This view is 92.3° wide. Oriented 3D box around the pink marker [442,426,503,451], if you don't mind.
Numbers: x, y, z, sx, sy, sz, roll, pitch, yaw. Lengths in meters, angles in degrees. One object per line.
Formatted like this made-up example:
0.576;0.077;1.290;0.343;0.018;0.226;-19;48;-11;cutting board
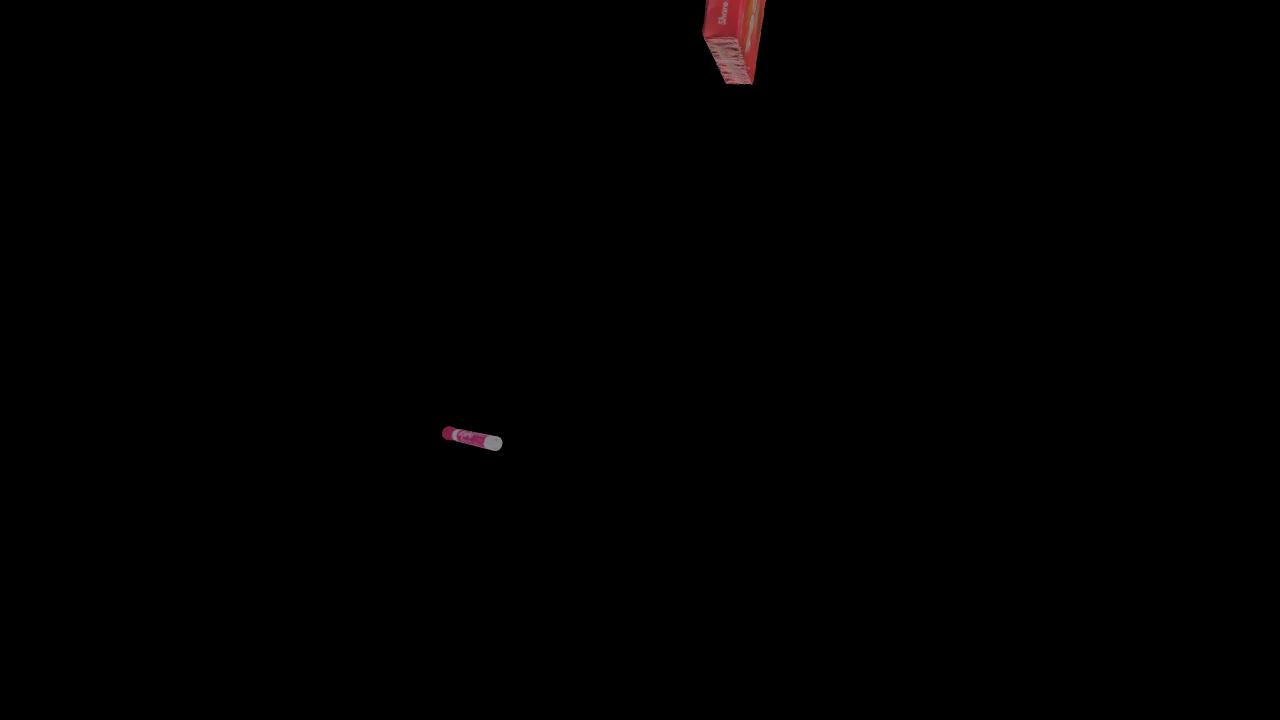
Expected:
-0.225;0.103;0.814;0.121;0.020;0.020;3;2;42;pink marker

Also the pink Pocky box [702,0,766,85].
0.079;-0.281;0.494;0.029;0.084;0.155;9;14;12;pink Pocky box
